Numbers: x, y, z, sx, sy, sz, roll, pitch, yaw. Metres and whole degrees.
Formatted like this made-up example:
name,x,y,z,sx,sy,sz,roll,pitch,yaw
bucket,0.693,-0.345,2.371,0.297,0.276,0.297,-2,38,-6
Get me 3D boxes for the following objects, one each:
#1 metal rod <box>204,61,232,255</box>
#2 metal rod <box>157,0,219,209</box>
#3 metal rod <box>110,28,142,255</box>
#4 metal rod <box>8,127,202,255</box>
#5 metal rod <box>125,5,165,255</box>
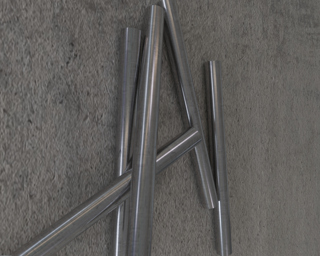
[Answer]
name,x,y,z,sx,sy,sz,roll,pitch,yaw
metal rod,0.091,0.048,0.480,0.025,0.025,0.298,-7,95,-40
metal rod,0.042,-0.026,0.439,0.025,0.025,0.298,-22,104,-38
metal rod,-0.041,0.032,0.369,0.025,0.025,0.298,4,87,-40
metal rod,-0.069,0.084,0.322,0.302,0.025,0.025,-34,112,-27
metal rod,-0.014,-0.010,0.347,0.025,0.025,0.299,20,63,-38
